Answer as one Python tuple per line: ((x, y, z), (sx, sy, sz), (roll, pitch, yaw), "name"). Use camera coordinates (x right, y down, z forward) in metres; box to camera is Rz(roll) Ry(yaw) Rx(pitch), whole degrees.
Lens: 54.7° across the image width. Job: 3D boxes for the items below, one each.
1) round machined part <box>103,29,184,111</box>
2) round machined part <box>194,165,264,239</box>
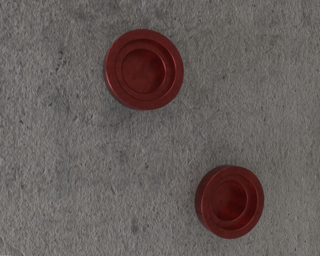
((-0.023, -0.070, 0.391), (0.099, 0.042, 0.097), (0, 90, -20), "round machined part")
((0.092, 0.100, 0.434), (0.099, 0.042, 0.097), (0, 90, -20), "round machined part")
